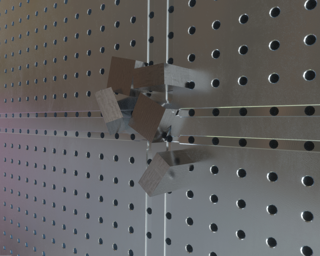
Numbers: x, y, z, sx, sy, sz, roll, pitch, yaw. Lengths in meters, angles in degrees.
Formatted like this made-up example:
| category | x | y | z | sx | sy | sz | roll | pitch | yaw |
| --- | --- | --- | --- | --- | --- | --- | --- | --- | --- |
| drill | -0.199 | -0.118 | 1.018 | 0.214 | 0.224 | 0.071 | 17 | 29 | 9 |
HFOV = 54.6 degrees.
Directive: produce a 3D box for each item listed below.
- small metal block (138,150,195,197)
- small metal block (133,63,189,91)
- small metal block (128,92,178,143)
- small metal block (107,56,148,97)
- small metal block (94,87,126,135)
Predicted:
| category | x | y | z | sx | sy | sz | roll | pitch | yaw |
| --- | --- | --- | --- | --- | --- | --- | --- | --- | --- |
| small metal block | 0.008 | 0.056 | 0.387 | 0.025 | 0.050 | 0.050 | 46 | 117 | 30 |
| small metal block | 0.002 | -0.063 | 0.393 | 0.050 | 0.050 | 0.025 | -2 | 89 | 40 |
| small metal block | -0.011 | -0.014 | 0.419 | 0.050 | 0.025 | 0.050 | 35 | 112 | 34 |
| small metal block | -0.048 | -0.075 | 0.451 | 0.050 | 0.025 | 0.050 | 19 | 102 | 38 |
| small metal block | -0.072 | -0.024 | 0.453 | 0.050 | 0.025 | 0.050 | 96 | 152 | -69 |
